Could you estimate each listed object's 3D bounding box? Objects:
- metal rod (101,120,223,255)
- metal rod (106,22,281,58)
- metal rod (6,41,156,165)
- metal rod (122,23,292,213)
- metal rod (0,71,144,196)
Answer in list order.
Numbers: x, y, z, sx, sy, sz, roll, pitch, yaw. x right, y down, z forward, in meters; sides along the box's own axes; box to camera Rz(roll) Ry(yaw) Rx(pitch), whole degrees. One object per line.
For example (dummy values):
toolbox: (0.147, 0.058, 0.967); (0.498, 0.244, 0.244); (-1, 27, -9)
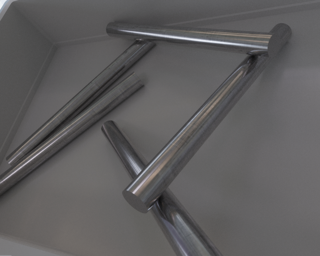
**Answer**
metal rod: (-0.018, 0.047, 0.313); (0.025, 0.025, 0.300); (-45, 28, -3)
metal rod: (0.019, -0.127, 0.426); (0.300, 0.025, 0.025); (22, 74, 44)
metal rod: (-0.125, -0.046, 0.499); (0.300, 0.025, 0.025); (-42, 51, -1)
metal rod: (0.069, -0.034, 0.319); (0.025, 0.025, 0.301); (18, 49, 35)
metal rod: (-0.151, 0.015, 0.475); (0.300, 0.025, 0.025); (-37, 51, 3)
